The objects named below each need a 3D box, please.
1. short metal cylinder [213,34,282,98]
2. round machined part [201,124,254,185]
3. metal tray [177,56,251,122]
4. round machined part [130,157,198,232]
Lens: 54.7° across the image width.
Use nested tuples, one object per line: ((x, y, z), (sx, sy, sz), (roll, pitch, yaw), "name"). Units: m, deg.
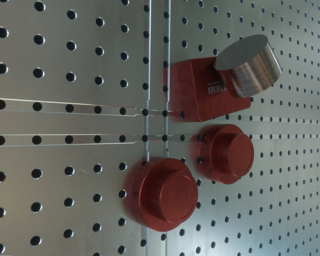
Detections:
((0.124, -0.088, 0.440), (0.080, 0.080, 0.050), (-53, 121, -27), "short metal cylinder")
((0.114, 0.042, 0.497), (0.099, 0.042, 0.097), (0, 90, -40), "round machined part")
((0.088, -0.065, 0.482), (0.131, 0.030, 0.089), (-16, 100, -39), "metal tray")
((0.013, 0.089, 0.411), (0.099, 0.042, 0.097), (0, 90, -40), "round machined part")
